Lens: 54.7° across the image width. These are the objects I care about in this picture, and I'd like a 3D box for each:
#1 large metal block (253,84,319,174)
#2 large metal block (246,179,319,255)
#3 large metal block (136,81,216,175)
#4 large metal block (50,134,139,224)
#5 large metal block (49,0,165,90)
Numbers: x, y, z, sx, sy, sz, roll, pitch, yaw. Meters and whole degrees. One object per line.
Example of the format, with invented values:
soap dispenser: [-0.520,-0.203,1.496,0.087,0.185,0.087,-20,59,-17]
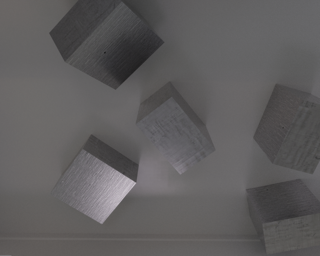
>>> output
large metal block: [0.165,-0.002,0.382,0.050,0.080,0.079,15,109,-6]
large metal block: [0.172,0.119,0.427,0.080,0.080,0.050,-12,110,4]
large metal block: [0.018,-0.003,0.381,0.050,0.080,0.080,-37,106,12]
large metal block: [-0.087,0.069,0.423,0.080,0.050,0.080,35,106,-12]
large metal block: [-0.056,-0.099,0.339,0.080,0.050,0.080,-42,149,14]
